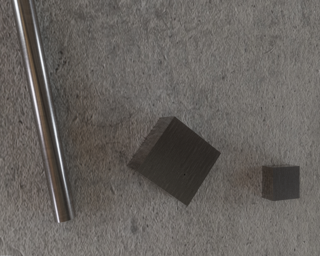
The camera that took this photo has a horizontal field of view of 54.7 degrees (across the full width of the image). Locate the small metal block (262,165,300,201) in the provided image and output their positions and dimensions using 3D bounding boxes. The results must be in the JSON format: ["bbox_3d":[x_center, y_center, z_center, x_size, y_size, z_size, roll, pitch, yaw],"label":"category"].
[{"bbox_3d":[0.187,0.083,0.479,0.050,0.025,0.050,0,90,-20],"label":"small metal block"}]

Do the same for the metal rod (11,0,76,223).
[{"bbox_3d":[-0.137,-0.039,0.358,0.025,0.025,0.298,-11,94,-20],"label":"metal rod"}]

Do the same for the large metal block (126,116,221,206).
[{"bbox_3d":[0.017,0.041,0.402,0.080,0.050,0.080,38,78,-16],"label":"large metal block"}]
